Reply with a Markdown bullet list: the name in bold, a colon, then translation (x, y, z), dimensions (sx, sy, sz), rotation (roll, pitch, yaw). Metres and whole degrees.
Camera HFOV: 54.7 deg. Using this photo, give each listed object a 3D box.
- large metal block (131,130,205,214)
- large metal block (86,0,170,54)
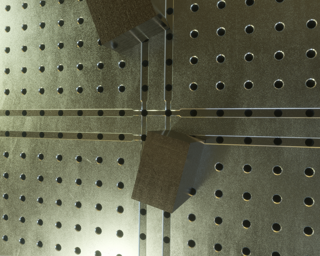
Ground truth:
- **large metal block**: translation (0.013, 0.048, 0.378), dimensions (0.050, 0.080, 0.079), rotation (16, 95, 19)
- **large metal block**: translation (-0.045, -0.158, 0.414), dimensions (0.080, 0.050, 0.080), rotation (-23, 83, 18)
